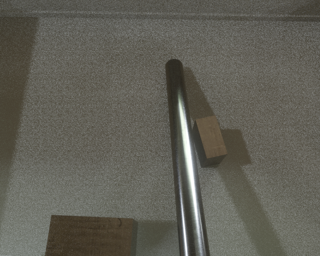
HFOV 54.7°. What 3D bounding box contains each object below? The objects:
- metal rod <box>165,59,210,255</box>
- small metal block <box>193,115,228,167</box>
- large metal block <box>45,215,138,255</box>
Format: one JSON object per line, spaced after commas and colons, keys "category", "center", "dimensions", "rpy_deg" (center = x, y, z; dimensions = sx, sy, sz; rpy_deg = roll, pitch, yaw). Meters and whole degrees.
{"category": "metal rod", "center": [0.025, 0.019, 0.340], "dimensions": [0.025, 0.025, 0.300], "rpy_deg": [-2, 46, -1]}
{"category": "small metal block", "center": [0.061, 0.018, 0.390], "dimensions": [0.025, 0.050, 0.050], "rpy_deg": [-12, 71, -5]}
{"category": "large metal block", "center": [-0.068, 0.124, 0.334], "dimensions": [0.081, 0.080, 0.050], "rpy_deg": [2, 70, 0]}
